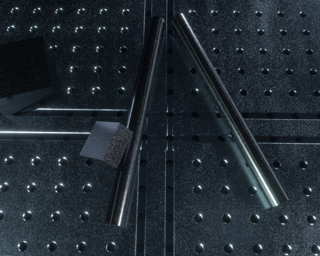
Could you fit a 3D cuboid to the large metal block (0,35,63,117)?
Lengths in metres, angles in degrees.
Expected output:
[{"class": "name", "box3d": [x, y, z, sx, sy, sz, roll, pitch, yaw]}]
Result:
[{"class": "large metal block", "box3d": [-0.186, -0.070, 0.423, 0.081, 0.050, 0.080, -15, 71, -6]}]

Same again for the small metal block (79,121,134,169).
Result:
[{"class": "small metal block", "box3d": [-0.068, 0.020, 0.390, 0.050, 0.025, 0.050, 4, 63, 45]}]

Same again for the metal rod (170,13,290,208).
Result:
[{"class": "metal rod", "box3d": [0.087, -0.037, 0.425, 0.025, 0.025, 0.299, -22, 72, -8]}]

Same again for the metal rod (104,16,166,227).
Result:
[{"class": "metal rod", "box3d": [-0.029, -0.023, 0.419, 0.025, 0.025, 0.299, 9, 70, 3]}]
